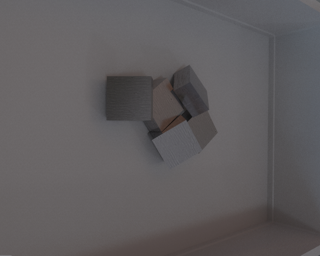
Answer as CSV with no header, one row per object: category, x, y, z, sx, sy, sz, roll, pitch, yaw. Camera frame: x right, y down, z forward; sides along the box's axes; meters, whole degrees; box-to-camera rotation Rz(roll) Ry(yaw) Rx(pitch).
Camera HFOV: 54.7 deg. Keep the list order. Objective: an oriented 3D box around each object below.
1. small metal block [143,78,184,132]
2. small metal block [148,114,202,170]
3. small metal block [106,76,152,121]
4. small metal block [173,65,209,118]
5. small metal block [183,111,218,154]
small metal block,-0.002,-0.030,0.404,0.050,0.025,0.050,-45,118,-31
small metal block,0.020,0.018,0.408,0.050,0.025,0.050,-31,113,-3
small metal block,-0.034,-0.033,0.360,0.050,0.025,0.050,0,89,3
small metal block,0.043,-0.051,0.428,0.050,0.025,0.050,51,25,-28
small metal block,0.052,0.001,0.450,0.050,0.025,0.050,-43,117,-31
